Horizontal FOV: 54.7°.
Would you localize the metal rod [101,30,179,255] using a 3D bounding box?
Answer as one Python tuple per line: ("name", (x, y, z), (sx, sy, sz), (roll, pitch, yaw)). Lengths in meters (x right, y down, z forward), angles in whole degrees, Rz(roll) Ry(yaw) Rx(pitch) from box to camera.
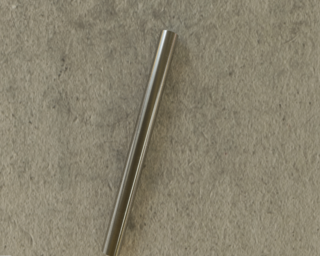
("metal rod", (-0.026, 0.019, 0.409), (0.025, 0.025, 0.298), (15, 90, -1))
